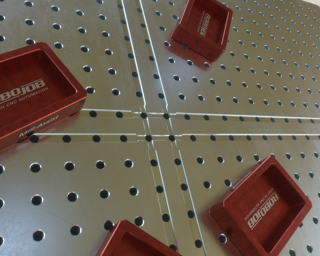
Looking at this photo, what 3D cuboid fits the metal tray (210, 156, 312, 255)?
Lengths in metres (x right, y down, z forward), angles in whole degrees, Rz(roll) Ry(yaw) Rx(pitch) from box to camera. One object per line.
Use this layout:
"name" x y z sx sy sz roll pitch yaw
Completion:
"metal tray" 0.138 0.106 0.414 0.131 0.030 0.090 -30 79 -38

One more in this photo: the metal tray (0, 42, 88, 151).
"metal tray" -0.159 -0.036 0.340 0.131 0.030 0.090 -35 81 -38

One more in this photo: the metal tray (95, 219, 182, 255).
"metal tray" -0.033 0.165 0.285 0.090 0.030 0.130 35 51 -5

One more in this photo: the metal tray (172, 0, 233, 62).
"metal tray" 0.081 -0.190 0.563 0.090 0.030 0.130 27 52 -12
